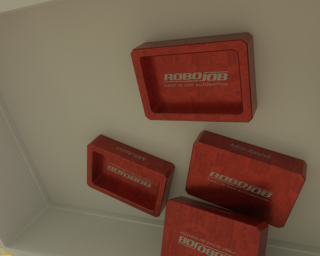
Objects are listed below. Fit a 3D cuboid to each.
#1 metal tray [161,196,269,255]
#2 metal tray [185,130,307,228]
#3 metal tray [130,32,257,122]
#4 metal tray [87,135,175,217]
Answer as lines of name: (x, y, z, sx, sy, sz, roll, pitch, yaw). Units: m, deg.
metal tray: (0.065, 0.148, 0.396, 0.130, 0.030, 0.089, 8, 93, 37)
metal tray: (0.103, 0.064, 0.390, 0.130, 0.030, 0.089, 18, 125, 17)
metal tray: (0.038, -0.054, 0.350, 0.130, 0.030, 0.089, 2, 120, 26)
metal tray: (-0.049, 0.073, 0.474, 0.130, 0.030, 0.089, 21, 126, 15)
